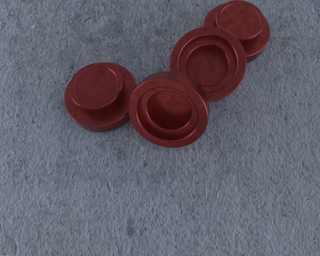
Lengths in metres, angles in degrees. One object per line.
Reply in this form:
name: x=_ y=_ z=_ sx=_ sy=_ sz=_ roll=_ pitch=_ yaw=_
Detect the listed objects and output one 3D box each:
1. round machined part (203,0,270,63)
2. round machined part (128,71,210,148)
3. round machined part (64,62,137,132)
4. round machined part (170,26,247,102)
round machined part: x=0.112 y=-0.146 z=0.453 sx=0.099 sy=0.042 sz=0.098 roll=0 pitch=70 yaw=0
round machined part: x=0.013 y=-0.026 z=0.389 sx=0.098 sy=0.097 sz=0.042 roll=16 pitch=36 yaw=5
round machined part: x=-0.079 y=-0.047 z=0.410 sx=0.099 sy=0.042 sz=0.098 roll=-2 pitch=67 yaw=5
round machined part: x=0.064 y=-0.082 z=0.419 sx=0.099 sy=0.042 sz=0.097 roll=0 pitch=88 yaw=6
